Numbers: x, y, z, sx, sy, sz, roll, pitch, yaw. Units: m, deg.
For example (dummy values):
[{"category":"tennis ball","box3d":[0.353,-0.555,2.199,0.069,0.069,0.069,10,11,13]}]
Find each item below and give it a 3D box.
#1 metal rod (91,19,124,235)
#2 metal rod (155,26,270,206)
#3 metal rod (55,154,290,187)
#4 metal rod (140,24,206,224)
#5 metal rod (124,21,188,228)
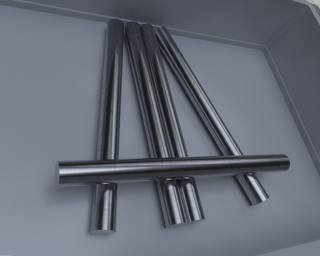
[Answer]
[{"category":"metal rod","box3d":[-0.061,-0.024,0.386,0.025,0.025,0.299,12,57,-22]},{"category":"metal rod","box3d":[0.068,-0.028,0.457,0.025,0.025,0.299,-17,71,-35]},{"category":"metal rod","box3d":[0.037,0.046,0.362,0.303,0.025,0.025,1,61,-28]},{"category":"metal rod","box3d":[0.009,-0.023,0.423,0.025,0.025,0.299,1,61,-28]},{"category":"metal rod","box3d":[-0.012,-0.022,0.411,0.025,0.025,0.299,1,61,-28]}]
